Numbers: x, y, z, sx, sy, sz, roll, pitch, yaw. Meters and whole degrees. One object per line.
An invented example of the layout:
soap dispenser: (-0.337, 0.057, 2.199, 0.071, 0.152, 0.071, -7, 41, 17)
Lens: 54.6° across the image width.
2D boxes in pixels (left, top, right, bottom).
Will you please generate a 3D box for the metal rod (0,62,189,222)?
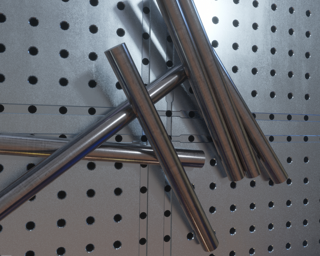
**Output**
metal rod: (-0.061, -0.002, 0.368, 0.301, 0.025, 0.025, -39, 103, -24)

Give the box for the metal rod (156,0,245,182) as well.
metal rod: (0.053, -0.057, 0.406, 0.025, 0.025, 0.299, -31, 110, -17)

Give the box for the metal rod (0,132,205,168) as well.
metal rod: (-0.084, 0.028, 0.381, 0.302, 0.025, 0.025, 6, 88, -20)

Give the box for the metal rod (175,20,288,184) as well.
metal rod: (0.106, -0.043, 0.450, 0.025, 0.025, 0.299, -37, 102, -16)

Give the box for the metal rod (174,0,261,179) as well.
metal rod: (0.077, -0.061, 0.422, 0.025, 0.025, 0.299, -31, 107, -17)

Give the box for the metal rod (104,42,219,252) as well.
metal rod: (0.011, 0.039, 0.388, 0.025, 0.025, 0.299, -32, 111, -17)
